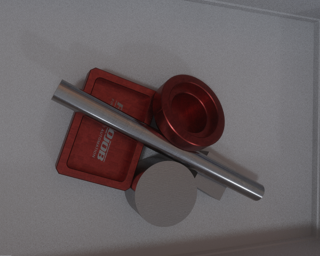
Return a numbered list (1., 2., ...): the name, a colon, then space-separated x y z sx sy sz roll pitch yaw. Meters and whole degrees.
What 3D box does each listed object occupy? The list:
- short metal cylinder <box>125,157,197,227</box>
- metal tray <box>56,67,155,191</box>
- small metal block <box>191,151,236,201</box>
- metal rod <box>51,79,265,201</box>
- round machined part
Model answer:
1. short metal cylinder: 0.000 0.079 0.396 0.081 0.050 0.079 0 90 -21
2. metal tray: -0.064 0.003 0.382 0.091 0.030 0.129 20 83 -19
3. small metal block: 0.070 0.066 0.436 0.050 0.025 0.050 33 79 -17
4. metal rod: 0.014 0.025 0.384 0.301 0.025 0.025 28 81 -21
5. round machined part: 0.032 -0.016 0.400 0.099 0.042 0.098 15 61 -28
